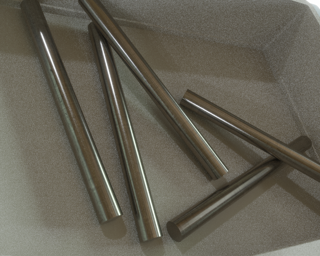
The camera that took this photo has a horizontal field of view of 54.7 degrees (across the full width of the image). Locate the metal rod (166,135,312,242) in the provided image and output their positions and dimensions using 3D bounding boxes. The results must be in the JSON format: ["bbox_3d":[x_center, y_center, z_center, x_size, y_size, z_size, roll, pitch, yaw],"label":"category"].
[{"bbox_3d":[0.129,0.070,0.432,0.302,0.025,0.025,-22,74,-36],"label":"metal rod"}]

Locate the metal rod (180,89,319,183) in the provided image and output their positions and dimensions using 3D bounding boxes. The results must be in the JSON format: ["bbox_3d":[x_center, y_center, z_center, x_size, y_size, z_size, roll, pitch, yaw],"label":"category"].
[{"bbox_3d":[0.165,0.028,0.447,0.301,0.025,0.025,30,51,2],"label":"metal rod"}]

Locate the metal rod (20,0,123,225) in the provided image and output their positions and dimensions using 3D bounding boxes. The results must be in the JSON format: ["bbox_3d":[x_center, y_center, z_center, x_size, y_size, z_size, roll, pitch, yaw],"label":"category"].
[{"bbox_3d":[-0.111,-0.034,0.366,0.025,0.025,0.299,-13,69,-34],"label":"metal rod"}]

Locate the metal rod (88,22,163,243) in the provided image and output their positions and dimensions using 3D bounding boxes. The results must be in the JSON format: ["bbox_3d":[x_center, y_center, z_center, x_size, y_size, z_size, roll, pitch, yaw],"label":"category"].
[{"bbox_3d":[-0.050,-0.013,0.386,0.025,0.025,0.299,-3,63,-30],"label":"metal rod"}]

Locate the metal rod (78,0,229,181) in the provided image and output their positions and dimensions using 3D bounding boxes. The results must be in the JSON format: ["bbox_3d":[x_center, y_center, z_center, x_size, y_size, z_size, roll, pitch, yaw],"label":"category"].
[{"bbox_3d":[-0.009,-0.057,0.415,0.025,0.025,0.299,-36,88,-38],"label":"metal rod"}]
